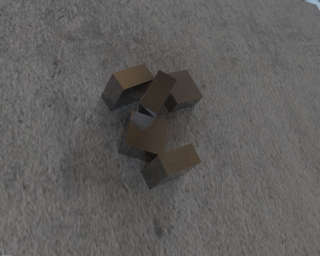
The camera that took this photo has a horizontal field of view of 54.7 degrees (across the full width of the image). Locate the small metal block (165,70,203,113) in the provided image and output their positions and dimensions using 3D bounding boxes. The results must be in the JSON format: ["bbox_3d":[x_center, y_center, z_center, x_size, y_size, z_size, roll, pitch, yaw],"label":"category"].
[{"bbox_3d":[0.027,-0.055,0.453,0.050,0.025,0.050,-18,71,-35],"label":"small metal block"}]

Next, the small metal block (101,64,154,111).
[{"bbox_3d":[-0.042,-0.052,0.398,0.050,0.050,0.025,-26,77,-37],"label":"small metal block"}]

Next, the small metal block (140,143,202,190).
[{"bbox_3d":[0.012,0.046,0.368,0.050,0.050,0.025,-16,71,-35],"label":"small metal block"}]

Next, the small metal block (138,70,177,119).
[{"bbox_3d":[-0.004,-0.040,0.398,0.025,0.050,0.050,30,78,0],"label":"small metal block"}]

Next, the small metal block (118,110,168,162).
[{"bbox_3d":[-0.020,0.012,0.387,0.050,0.025,0.050,19,54,-18],"label":"small metal block"}]
